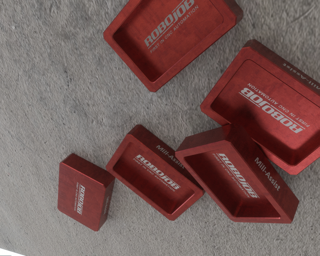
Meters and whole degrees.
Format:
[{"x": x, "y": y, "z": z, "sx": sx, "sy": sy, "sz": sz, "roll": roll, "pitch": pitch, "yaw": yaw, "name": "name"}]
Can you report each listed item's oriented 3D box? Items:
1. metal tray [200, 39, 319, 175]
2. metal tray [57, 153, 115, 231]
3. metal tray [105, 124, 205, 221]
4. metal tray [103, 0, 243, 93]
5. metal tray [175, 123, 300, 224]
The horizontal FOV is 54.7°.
[{"x": 0.120, "y": -0.019, "z": 0.328, "sx": 0.130, "sy": 0.030, "sz": 0.089, "roll": 36, "pitch": 129, "yaw": 4, "name": "metal tray"}, {"x": -0.133, "y": 0.116, "z": 0.545, "sx": 0.090, "sy": 0.030, "sz": 0.129, "roll": 25, "pitch": 128, "yaw": 12, "name": "metal tray"}, {"x": -0.006, "y": 0.067, "z": 0.447, "sx": 0.130, "sy": 0.030, "sz": 0.089, "roll": 38, "pitch": 129, "yaw": 2, "name": "metal tray"}, {"x": 0.009, "y": -0.109, "z": 0.331, "sx": 0.090, "sy": 0.030, "sz": 0.129, "roll": 49, "pitch": 129, "yaw": -7, "name": "metal tray"}, {"x": 0.090, "y": 0.059, "z": 0.369, "sx": 0.130, "sy": 0.030, "sz": 0.090, "roll": 49, "pitch": 144, "yaw": -15, "name": "metal tray"}]
